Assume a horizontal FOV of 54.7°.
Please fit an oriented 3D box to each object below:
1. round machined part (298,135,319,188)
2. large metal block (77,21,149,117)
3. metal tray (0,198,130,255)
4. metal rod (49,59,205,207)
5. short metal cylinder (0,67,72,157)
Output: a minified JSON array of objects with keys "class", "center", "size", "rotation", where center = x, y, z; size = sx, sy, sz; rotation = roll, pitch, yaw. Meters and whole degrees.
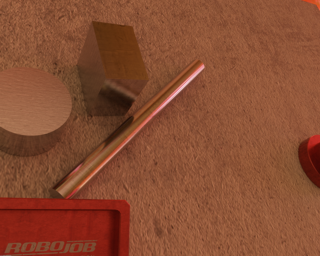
[{"class":"round machined part","center":[0.285,0.054,0.517],"size":[0.099,0.042,0.098],"rotation":[14,56,-21]},{"class":"large metal block","center":[-0.062,-0.069,0.378],"size":[0.050,0.080,0.080],"rotation":[-3,63,-30]},{"class":"metal tray","center":[-0.094,0.108,0.271],"size":[0.131,0.030,0.090],"rotation":[7,73,-25]},{"class":"metal rod","center":[-0.020,-0.015,0.403],"size":[0.025,0.025,0.301],"rotation":[43,51,1]},{"class":"short metal cylinder","center":[-0.138,-0.016,0.324],"size":[0.081,0.050,0.080],"rotation":[14,56,-21]}]
